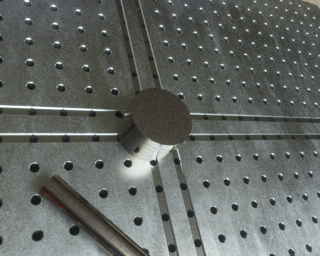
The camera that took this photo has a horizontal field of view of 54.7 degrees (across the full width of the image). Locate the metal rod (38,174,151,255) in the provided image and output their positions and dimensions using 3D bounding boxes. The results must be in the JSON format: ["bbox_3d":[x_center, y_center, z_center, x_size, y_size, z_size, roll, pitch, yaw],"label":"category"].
[{"bbox_3d":[0.000,0.155,0.313,0.300,0.025,0.025,41,51,0],"label":"metal rod"}]

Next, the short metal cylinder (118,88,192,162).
[{"bbox_3d":[-0.007,-0.004,0.390,0.081,0.050,0.080,14,56,-21],"label":"short metal cylinder"}]
